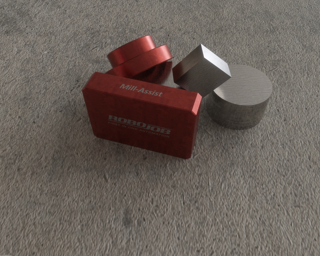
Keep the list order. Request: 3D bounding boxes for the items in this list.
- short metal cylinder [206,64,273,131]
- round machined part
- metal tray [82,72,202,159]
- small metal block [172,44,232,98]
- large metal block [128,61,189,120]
[{"bbox_3d":[0.107,-0.043,0.426,0.081,0.050,0.080,0,50,0],"label":"short metal cylinder"},{"bbox_3d":[-0.035,-0.097,0.438,0.099,0.098,0.042,-30,100,-23],"label":"round machined part"},{"bbox_3d":[-0.021,-0.013,0.373,0.131,0.090,0.030,13,52,10],"label":"metal tray"},{"bbox_3d":[0.052,-0.069,0.388,0.050,0.050,0.025,26,43,-34],"label":"small metal block"},{"bbox_3d":[-0.003,-0.047,0.430,0.081,0.050,0.080,-1,50,-1],"label":"large metal block"}]
